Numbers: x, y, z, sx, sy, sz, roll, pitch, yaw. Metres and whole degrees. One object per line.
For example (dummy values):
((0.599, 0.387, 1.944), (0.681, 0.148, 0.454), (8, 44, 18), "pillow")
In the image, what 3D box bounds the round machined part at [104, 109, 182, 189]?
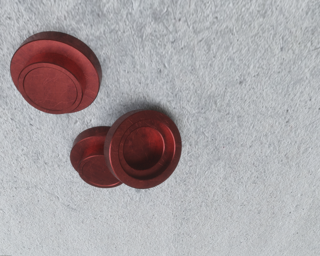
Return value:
((-0.025, 0.025, 0.395), (0.099, 0.042, 0.097), (-4, 98, -29), "round machined part")

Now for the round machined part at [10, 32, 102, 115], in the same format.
((-0.118, -0.054, 0.349), (0.099, 0.042, 0.097), (0, 130, 0), "round machined part")

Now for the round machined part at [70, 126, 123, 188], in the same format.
((-0.077, 0.048, 0.436), (0.099, 0.042, 0.097), (0, 130, 0), "round machined part")
